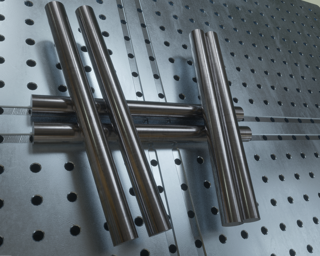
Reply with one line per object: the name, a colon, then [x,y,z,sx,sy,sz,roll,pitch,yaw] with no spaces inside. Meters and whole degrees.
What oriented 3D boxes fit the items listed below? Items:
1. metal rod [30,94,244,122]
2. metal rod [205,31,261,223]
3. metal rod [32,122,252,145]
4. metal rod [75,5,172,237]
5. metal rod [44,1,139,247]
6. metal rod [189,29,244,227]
metal rod: [-0.010,-0.023,0.417,0.302,0.025,0.025,1,62,-28]
metal rod: [0.094,-0.021,0.440,0.025,0.025,0.299,9,58,-24]
metal rod: [-0.002,0.007,0.403,0.302,0.025,0.025,1,62,-28]
metal rod: [-0.050,-0.025,0.364,0.025,0.025,0.299,-8,66,-32]
metal rod: [-0.083,-0.022,0.345,0.025,0.025,0.299,-8,66,-32]
metal rod: [0.071,-0.020,0.427,0.025,0.025,0.299,9,58,-24]
